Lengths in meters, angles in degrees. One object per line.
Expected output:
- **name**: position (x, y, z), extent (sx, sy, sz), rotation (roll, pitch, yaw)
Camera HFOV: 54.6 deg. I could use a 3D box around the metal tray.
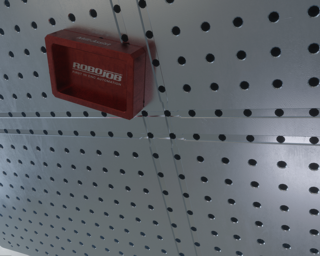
- **metal tray**: position (-0.085, -0.071, 0.409), extent (0.130, 0.030, 0.089), rotation (17, 125, 18)
